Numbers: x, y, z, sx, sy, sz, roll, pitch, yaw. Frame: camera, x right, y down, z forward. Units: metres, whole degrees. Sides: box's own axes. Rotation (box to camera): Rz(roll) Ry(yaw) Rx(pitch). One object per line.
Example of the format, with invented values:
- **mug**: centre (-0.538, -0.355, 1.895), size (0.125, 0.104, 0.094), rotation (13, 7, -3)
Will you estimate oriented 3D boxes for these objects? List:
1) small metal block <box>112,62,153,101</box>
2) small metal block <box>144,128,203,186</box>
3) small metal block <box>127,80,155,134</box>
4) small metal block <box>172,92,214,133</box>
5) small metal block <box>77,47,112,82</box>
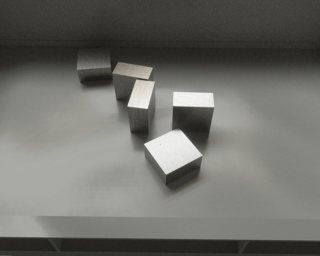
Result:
- **small metal block**: centre (-0.037, -0.063, 0.441), size (0.050, 0.050, 0.025), rotation (11, 51, 9)
- **small metal block**: centre (0.015, 0.034, 0.377), size (0.050, 0.025, 0.050), rotation (-25, 54, -20)
- **small metal block**: centre (-0.023, -0.028, 0.412), size (0.025, 0.050, 0.050), rotation (7, 51, 6)
- **small metal block**: centre (0.042, -0.020, 0.406), size (0.050, 0.050, 0.025), rotation (2, 50, 1)
- **small metal block**: centre (-0.102, -0.100, 0.488), size (0.050, 0.025, 0.050), rotation (-6, 50, -5)
